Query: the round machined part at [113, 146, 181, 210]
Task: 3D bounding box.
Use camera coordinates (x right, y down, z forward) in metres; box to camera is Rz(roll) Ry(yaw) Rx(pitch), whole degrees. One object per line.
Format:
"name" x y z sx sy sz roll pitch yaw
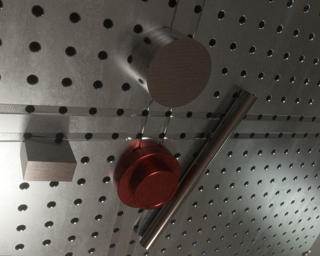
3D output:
"round machined part" -0.013 0.078 0.443 0.099 0.042 0.097 -14 125 -21

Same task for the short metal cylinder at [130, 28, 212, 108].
"short metal cylinder" 0.012 -0.070 0.359 0.081 0.050 0.079 -14 125 -21

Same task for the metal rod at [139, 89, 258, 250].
"metal rod" 0.054 0.072 0.487 0.025 0.025 0.299 23 106 -37

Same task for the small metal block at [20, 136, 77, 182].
"small metal block" -0.126 0.035 0.348 0.050 0.050 0.025 7 115 -32
